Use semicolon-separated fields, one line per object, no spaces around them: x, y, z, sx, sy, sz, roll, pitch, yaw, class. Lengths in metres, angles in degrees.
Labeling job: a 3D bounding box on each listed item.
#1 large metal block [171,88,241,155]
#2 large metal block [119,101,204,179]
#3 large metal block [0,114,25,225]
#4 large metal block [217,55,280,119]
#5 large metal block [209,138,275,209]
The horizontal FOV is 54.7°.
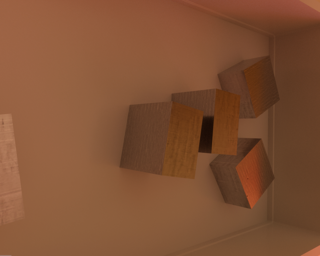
0.058;-0.007;0.422;0.050;0.080;0.080;8;85;-40;large metal block
0.001;0.015;0.373;0.050;0.080;0.080;14;81;-40;large metal block
-0.151;0.032;0.245;0.050;0.080;0.079;-9;96;-40;large metal block
0.150;-0.068;0.519;0.081;0.050;0.080;-31;110;-36;large metal block
0.136;0.071;0.508;0.080;0.050;0.080;-38;114;-34;large metal block
